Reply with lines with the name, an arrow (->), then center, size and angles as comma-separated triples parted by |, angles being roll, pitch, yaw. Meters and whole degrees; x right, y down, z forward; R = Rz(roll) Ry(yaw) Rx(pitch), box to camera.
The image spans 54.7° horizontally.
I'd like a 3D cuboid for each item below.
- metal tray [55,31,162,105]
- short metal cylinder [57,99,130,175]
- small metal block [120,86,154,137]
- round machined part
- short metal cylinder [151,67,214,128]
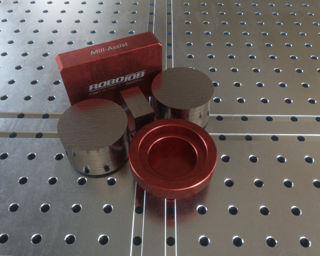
metal tray -> -0.062, -0.070, 0.418 | 0.131, 0.090, 0.030 | -19, 53, -15
short metal cylinder -> -0.078, 0.010, 0.377 | 0.081, 0.050, 0.080 | 0, 50, 0
small metal block -> -0.029, -0.017, 0.400 | 0.025, 0.050, 0.050 | -20, 53, -16
round machined part -> 0.014, 0.039, 0.359 | 0.099, 0.042, 0.098 | 0, 50, 0
short metal cylinder -> 0.029, -0.037, 0.418 | 0.081, 0.050, 0.080 | 0, 50, 0
